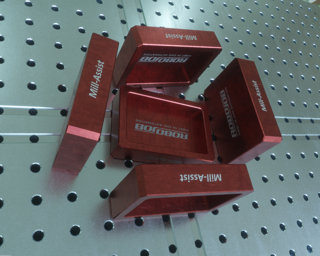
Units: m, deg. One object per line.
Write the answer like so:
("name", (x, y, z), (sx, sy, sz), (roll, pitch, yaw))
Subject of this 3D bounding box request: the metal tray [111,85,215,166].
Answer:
("metal tray", (0.004, 0.001, 0.405), (0.131, 0.030, 0.090), (11, 57, -23))

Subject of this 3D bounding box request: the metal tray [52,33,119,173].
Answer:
("metal tray", (-0.081, -0.028, 0.339), (0.030, 0.090, 0.130), (17, 55, -18))

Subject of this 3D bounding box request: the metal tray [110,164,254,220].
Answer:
("metal tray", (0.022, 0.069, 0.336), (0.131, 0.090, 0.030), (3, 61, -26))

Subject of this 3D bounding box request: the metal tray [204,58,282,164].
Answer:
("metal tray", (0.110, -0.021, 0.438), (0.030, 0.090, 0.130), (5, 60, -26))

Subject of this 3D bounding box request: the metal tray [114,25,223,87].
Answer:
("metal tray", (0.009, -0.094, 0.428), (0.131, 0.090, 0.030), (-7, 65, -31))
